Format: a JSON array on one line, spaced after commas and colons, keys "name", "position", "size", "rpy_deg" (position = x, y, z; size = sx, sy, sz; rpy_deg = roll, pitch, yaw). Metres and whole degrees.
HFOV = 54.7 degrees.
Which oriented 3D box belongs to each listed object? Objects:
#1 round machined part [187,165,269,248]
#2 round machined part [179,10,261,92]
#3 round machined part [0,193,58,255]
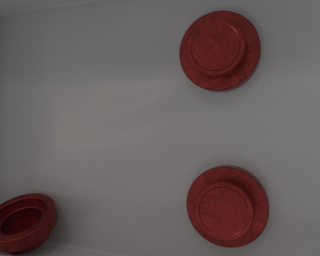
[{"name": "round machined part", "position": [0.079, 0.096, 0.373], "size": [0.098, 0.042, 0.097], "rpy_deg": [0, 90, 20]}, {"name": "round machined part", "position": [0.070, -0.094, 0.376], "size": [0.098, 0.042, 0.097], "rpy_deg": [0, 90, 20]}, {"name": "round machined part", "position": [-0.197, 0.142, 0.448], "size": [0.098, 0.098, 0.042], "rpy_deg": [4, 118, 20]}]
